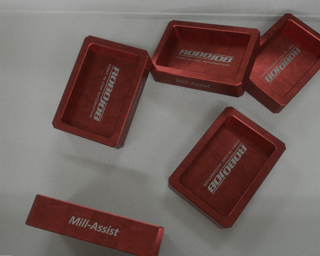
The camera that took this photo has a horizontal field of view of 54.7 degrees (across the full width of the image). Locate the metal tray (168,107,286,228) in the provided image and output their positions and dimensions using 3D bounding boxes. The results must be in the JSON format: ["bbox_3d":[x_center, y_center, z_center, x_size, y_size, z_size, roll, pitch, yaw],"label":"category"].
[{"bbox_3d":[0.083,0.048,0.390,0.090,0.030,0.130,37,74,12],"label":"metal tray"}]

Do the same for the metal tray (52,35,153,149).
[{"bbox_3d":[-0.073,-0.047,0.405,0.090,0.030,0.129,18,83,10],"label":"metal tray"}]

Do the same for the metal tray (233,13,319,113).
[{"bbox_3d":[0.175,-0.095,0.443,0.090,0.030,0.130,43,75,13],"label":"metal tray"}]

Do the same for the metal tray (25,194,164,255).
[{"bbox_3d":[-0.063,0.107,0.335,0.131,0.090,0.030,14,71,4],"label":"metal tray"}]

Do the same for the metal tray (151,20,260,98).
[{"bbox_3d":[0.060,-0.098,0.423,0.130,0.030,0.090,15,69,23],"label":"metal tray"}]
